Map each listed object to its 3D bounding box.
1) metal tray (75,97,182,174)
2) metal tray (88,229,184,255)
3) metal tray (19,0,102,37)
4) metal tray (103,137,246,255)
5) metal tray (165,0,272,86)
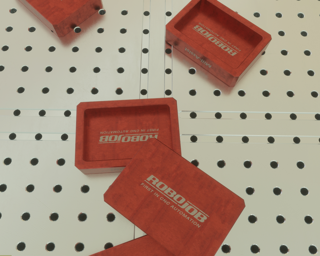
[{"bbox_3d":[-0.041,0.009,0.405,0.131,0.030,0.090,-3,70,-2],"label":"metal tray"},{"bbox_3d":[-0.030,0.175,0.345,0.131,0.030,0.090,-18,71,-7],"label":"metal tray"},{"bbox_3d":[-0.167,-0.214,0.485,0.130,0.030,0.090,43,75,13],"label":"metal tray"},{"bbox_3d":[0.015,0.083,0.347,0.130,0.030,0.090,35,73,11],"label":"metal tray"},{"bbox_3d":[0.084,-0.133,0.458,0.130,0.030,0.090,38,74,12],"label":"metal tray"}]
